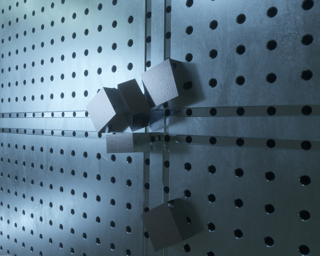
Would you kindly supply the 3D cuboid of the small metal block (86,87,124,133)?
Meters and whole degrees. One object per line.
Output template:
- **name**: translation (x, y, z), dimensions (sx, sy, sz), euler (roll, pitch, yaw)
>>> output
- **small metal block**: translation (-0.082, -0.027, 0.475), dimensions (0.050, 0.025, 0.050), euler (-42, 65, 31)

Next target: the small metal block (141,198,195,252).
- **small metal block**: translation (0.009, 0.125, 0.400), dimensions (0.050, 0.025, 0.050), euler (-36, 68, 33)

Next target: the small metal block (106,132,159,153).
- **small metal block**: translation (-0.037, 0.020, 0.421), dimensions (0.050, 0.050, 0.025), euler (-5, 87, 39)

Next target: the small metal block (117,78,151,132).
- **small metal block**: translation (-0.036, -0.030, 0.420), dimensions (0.050, 0.025, 0.050), euler (62, 164, 21)

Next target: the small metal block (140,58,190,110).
- **small metal block**: translation (0.006, -0.055, 0.403), dimensions (0.050, 0.025, 0.050), euler (-22, 76, 37)
